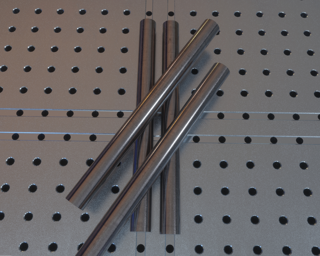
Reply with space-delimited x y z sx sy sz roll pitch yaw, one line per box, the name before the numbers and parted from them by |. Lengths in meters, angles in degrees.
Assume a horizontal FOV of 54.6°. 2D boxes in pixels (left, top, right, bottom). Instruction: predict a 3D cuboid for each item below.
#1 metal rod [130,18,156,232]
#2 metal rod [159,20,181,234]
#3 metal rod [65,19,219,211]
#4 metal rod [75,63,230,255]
metal rod | -0.021 -0.017 0.419 0.025 0.025 0.299 1 70 0
metal rod | 0.014 -0.015 0.418 0.025 0.025 0.299 1 70 0
metal rod | -0.012 -0.029 0.396 0.025 0.025 0.300 33 73 11
metal rod | -0.003 0.037 0.371 0.025 0.025 0.300 33 73 11
